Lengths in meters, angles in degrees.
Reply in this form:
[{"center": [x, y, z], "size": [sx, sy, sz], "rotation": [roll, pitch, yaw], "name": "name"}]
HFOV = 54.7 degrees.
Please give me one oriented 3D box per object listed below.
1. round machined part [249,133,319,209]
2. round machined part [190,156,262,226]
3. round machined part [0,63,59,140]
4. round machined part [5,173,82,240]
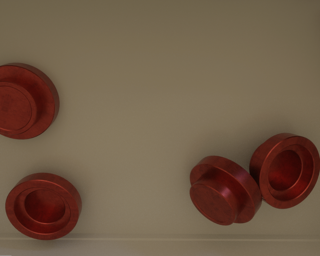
[{"center": [0.160, 0.054, 0.413], "size": [0.099, 0.042, 0.097], "rotation": [-5, 103, -21], "name": "round machined part"}, {"center": [0.078, 0.088, 0.406], "size": [0.098, 0.042, 0.097], "rotation": [29, 140, 29], "name": "round machined part"}, {"center": [-0.182, -0.030, 0.389], "size": [0.099, 0.042, 0.097], "rotation": [0, 110, -1], "name": "round machined part"}, {"center": [-0.160, 0.106, 0.439], "size": [0.099, 0.042, 0.097], "rotation": [0, 110, -1], "name": "round machined part"}]
